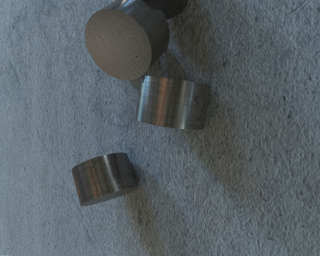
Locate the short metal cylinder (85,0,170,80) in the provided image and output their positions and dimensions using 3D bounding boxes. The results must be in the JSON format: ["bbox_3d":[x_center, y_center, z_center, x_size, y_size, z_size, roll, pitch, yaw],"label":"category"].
[{"bbox_3d":[-0.036,-0.101,0.347,0.080,0.050,0.079,15,132,18],"label":"short metal cylinder"}]

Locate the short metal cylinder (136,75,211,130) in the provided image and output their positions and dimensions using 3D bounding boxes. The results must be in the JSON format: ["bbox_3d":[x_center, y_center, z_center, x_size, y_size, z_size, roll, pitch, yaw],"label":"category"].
[{"bbox_3d":[0.015,-0.030,0.357,0.080,0.081,0.050,14,99,39],"label":"short metal cylinder"}]

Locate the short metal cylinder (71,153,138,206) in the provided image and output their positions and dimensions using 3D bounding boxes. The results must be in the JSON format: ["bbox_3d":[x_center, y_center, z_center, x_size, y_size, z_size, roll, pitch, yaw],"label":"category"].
[{"bbox_3d":[-0.077,0.072,0.433,0.080,0.081,0.050,-30,71,36],"label":"short metal cylinder"}]

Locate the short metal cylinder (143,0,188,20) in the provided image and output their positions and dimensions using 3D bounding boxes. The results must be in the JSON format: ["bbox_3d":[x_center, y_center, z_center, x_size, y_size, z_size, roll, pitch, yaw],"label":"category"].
[{"bbox_3d":[-0.010,-0.171,0.377,0.080,0.081,0.050,-14,81,39],"label":"short metal cylinder"}]

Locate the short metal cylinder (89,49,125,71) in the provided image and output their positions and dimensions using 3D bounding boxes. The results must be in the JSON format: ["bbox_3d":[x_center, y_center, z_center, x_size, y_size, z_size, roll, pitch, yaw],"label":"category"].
[{"bbox_3d":[-0.055,-0.116,0.434,0.080,0.050,0.080,0,90,40],"label":"short metal cylinder"}]
